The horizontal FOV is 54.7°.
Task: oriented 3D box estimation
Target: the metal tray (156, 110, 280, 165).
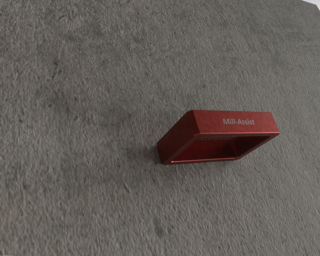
[{"bbox_3d":[0.073,0.014,0.394,0.131,0.090,0.030,0,62,-29],"label":"metal tray"}]
